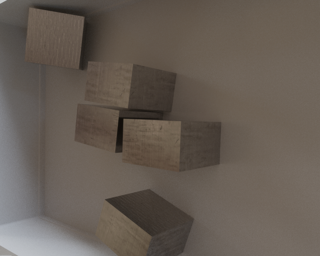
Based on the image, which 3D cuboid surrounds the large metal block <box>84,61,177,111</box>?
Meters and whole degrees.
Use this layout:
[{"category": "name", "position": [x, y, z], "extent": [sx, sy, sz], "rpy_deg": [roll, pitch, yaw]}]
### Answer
[{"category": "large metal block", "position": [-0.038, -0.053, 0.400], "extent": [0.080, 0.081, 0.050], "rpy_deg": [12, 98, 39]}]

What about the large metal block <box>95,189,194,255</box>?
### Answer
[{"category": "large metal block", "position": [-0.019, 0.123, 0.384], "extent": [0.080, 0.081, 0.050], "rpy_deg": [26, 106, 37]}]

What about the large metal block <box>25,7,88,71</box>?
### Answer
[{"category": "large metal block", "position": [-0.163, -0.139, 0.494], "extent": [0.050, 0.081, 0.079], "rpy_deg": [-133, 50, -79]}]

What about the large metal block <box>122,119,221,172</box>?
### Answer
[{"category": "large metal block", "position": [0.014, 0.016, 0.358], "extent": [0.080, 0.081, 0.050], "rpy_deg": [4, 92, 39]}]

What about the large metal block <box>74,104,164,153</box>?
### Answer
[{"category": "large metal block", "position": [-0.054, -0.002, 0.414], "extent": [0.080, 0.081, 0.050], "rpy_deg": [11, 97, 39]}]
